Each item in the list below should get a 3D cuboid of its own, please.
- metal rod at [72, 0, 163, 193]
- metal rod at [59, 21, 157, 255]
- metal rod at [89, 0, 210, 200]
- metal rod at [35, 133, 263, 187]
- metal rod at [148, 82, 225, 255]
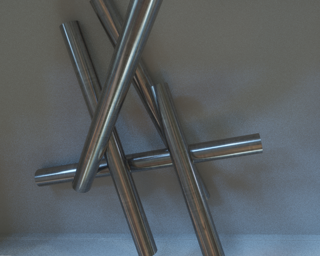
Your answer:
[{"bbox_3d":[-0.047,-0.033,0.313,0.025,0.025,0.298,21,127,-8],"label":"metal rod"},{"bbox_3d":[-0.061,0.019,0.381,0.025,0.025,0.298,-17,96,6],"label":"metal rod"},{"bbox_3d":[-0.004,-0.024,0.402,0.025,0.025,0.299,-25,109,8],"label":"metal rod"},{"bbox_3d":[-0.023,0.044,0.406,0.301,0.025,0.025,-10,110,11],"label":"metal rod"},{"bbox_3d":[0.044,0.091,0.368,0.025,0.025,0.298,-18,88,6],"label":"metal rod"}]
